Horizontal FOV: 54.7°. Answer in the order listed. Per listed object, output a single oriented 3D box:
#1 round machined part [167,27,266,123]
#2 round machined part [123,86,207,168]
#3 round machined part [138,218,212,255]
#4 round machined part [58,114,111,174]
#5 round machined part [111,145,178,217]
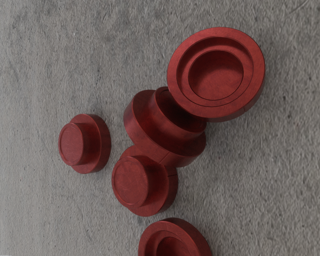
[{"bbox_3d":[0.060,-0.053,0.329,0.098,0.042,0.098,-4,75,17],"label":"round machined part"},{"bbox_3d":[0.013,-0.008,0.345,0.042,0.099,0.098,-50,60,35],"label":"round machined part"},{"bbox_3d":[0.023,0.158,0.375,0.098,0.042,0.097,0,90,40],"label":"round machined part"},{"bbox_3d":[-0.127,0.025,0.499,0.098,0.042,0.097,0,90,40],"label":"round machined part"},{"bbox_3d":[-0.027,0.070,0.417,0.098,0.042,0.097,0,90,40],"label":"round machined part"}]
